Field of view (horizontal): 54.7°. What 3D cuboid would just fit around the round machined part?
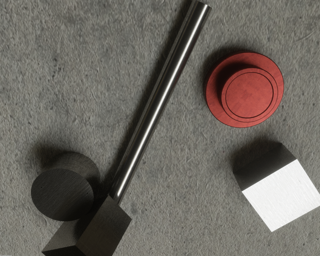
[{"bbox_3d":[0.106,-0.045,0.386,0.099,0.042,0.097,0,110,-1],"label":"round machined part"}]

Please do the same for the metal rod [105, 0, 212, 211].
[{"bbox_3d":[-0.012,-0.015,0.404,0.025,0.025,0.298,23,108,-9],"label":"metal rod"}]

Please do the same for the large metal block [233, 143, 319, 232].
[{"bbox_3d":[0.162,0.082,0.429,0.080,0.050,0.080,-34,107,11],"label":"large metal block"}]

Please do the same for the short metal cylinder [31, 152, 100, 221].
[{"bbox_3d":[-0.126,0.079,0.424,0.081,0.050,0.079,0,110,-1],"label":"short metal cylinder"}]

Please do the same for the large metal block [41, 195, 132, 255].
[{"bbox_3d":[-0.097,0.145,0.418,0.080,0.080,0.050,-25,111,37],"label":"large metal block"}]
